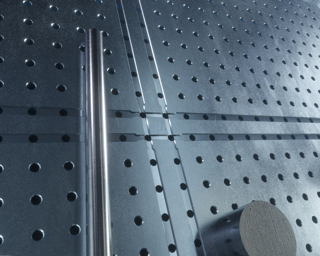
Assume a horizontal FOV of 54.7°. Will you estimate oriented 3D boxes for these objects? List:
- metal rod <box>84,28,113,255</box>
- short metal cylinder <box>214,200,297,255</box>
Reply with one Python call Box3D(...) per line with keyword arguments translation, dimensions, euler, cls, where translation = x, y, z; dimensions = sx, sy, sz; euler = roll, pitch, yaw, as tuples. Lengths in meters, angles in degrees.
Box3D(translation=(-0.076, 0.000, 0.367), dimensions=(0.025, 0.025, 0.299), euler=(6, 59, -25), cls="metal rod")
Box3D(translation=(0.113, 0.133, 0.372), dimensions=(0.081, 0.050, 0.080), euler=(14, 56, -21), cls="short metal cylinder")
